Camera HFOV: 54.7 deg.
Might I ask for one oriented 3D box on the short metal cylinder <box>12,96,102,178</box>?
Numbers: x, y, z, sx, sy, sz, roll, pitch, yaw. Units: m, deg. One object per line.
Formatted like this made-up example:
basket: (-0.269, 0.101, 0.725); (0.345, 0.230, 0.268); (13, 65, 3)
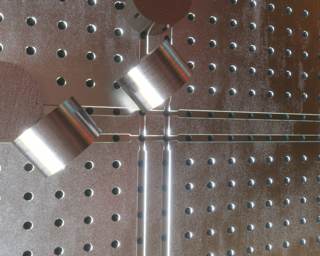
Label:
short metal cylinder: (-0.112, 0.009, 0.342); (0.080, 0.080, 0.050); (-42, 104, -15)

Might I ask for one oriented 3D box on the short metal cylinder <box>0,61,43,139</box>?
short metal cylinder: (-0.170, -0.028, 0.337); (0.081, 0.050, 0.079); (0, 90, -21)

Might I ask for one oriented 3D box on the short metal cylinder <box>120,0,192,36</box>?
short metal cylinder: (-0.006, -0.165, 0.398); (0.081, 0.050, 0.079); (0, 90, -21)

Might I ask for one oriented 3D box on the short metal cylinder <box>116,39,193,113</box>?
short metal cylinder: (-0.007, -0.064, 0.382); (0.080, 0.080, 0.050); (-44, 104, -15)
